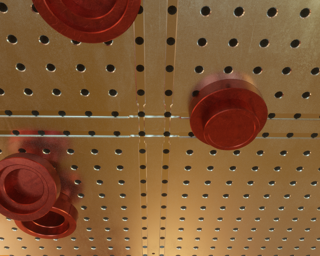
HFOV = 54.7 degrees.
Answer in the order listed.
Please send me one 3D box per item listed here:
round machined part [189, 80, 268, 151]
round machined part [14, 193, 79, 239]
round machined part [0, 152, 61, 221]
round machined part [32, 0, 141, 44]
[{"bbox_3d":[0.087,-0.009,0.394,0.099,0.042,0.097,-1,130,0],"label":"round machined part"},{"bbox_3d":[-0.186,0.141,0.518,0.099,0.042,0.097,0,130,0],"label":"round machined part"},{"bbox_3d":[-0.194,0.082,0.451,0.099,0.042,0.097,0,104,-1],"label":"round machined part"},{"bbox_3d":[-0.066,-0.133,0.287,0.099,0.042,0.097,-1,130,0],"label":"round machined part"}]
